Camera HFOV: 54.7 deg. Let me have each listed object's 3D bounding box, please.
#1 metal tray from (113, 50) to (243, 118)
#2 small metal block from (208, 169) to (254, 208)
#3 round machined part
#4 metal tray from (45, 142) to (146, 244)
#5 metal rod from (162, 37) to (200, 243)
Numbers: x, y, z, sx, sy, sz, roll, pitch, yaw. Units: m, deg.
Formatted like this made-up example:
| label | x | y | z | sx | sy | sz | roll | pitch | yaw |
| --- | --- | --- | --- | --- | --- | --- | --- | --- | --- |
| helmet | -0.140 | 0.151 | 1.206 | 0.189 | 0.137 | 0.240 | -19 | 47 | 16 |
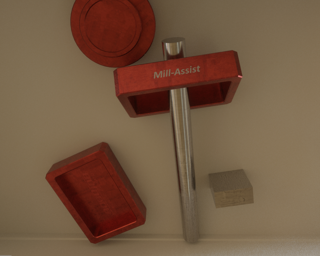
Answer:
| label | x | y | z | sx | sy | sz | roll | pitch | yaw |
| --- | --- | --- | --- | --- | --- | --- | --- | --- | --- |
| metal tray | 0.021 | -0.046 | 0.359 | 0.131 | 0.090 | 0.030 | -8 | 76 | 2 |
| small metal block | 0.097 | 0.083 | 0.430 | 0.050 | 0.050 | 0.025 | -9 | 110 | 3 |
| round machined part | -0.054 | -0.118 | 0.358 | 0.099 | 0.042 | 0.097 | 0 | 110 | -1 |
| metal tray | -0.087 | 0.095 | 0.442 | 0.090 | 0.030 | 0.129 | -25 | 109 | 8 |
| metal rod | 0.031 | 0.036 | 0.402 | 0.025 | 0.025 | 0.298 | -6 | 119 | 2 |
